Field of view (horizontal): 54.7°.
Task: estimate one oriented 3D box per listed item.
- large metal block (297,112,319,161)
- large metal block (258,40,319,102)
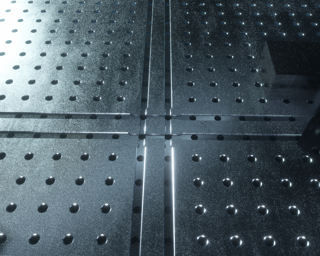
[{"bbox_3d":[0.237,0.010,0.386,0.081,0.050,0.080,-32,57,-24],"label":"large metal block"},{"bbox_3d":[0.201,-0.086,0.466,0.081,0.050,0.080,2,50,1],"label":"large metal block"}]
